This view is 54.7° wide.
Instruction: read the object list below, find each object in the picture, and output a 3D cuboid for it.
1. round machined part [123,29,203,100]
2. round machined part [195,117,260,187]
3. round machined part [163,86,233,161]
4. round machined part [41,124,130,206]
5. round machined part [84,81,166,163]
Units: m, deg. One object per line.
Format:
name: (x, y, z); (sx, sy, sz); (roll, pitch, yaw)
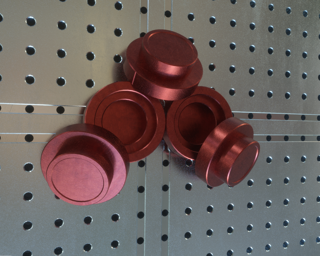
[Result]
round machined part: (0.007, -0.083, 0.380); (0.099, 0.042, 0.098); (11, 49, -12)
round machined part: (0.095, 0.038, 0.412); (0.099, 0.042, 0.097); (-29, 136, -32)
round machined part: (0.046, -0.006, 0.422); (0.099, 0.042, 0.097); (0, 90, -21)
round machined part: (-0.086, 0.048, 0.348); (0.099, 0.042, 0.097); (2, 115, 4)
round machined part: (-0.046, -0.007, 0.386); (0.099, 0.042, 0.097); (0, 90, -21)
